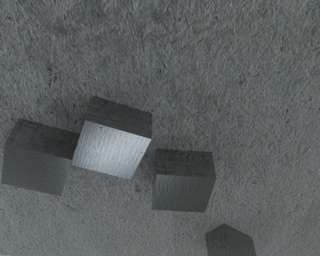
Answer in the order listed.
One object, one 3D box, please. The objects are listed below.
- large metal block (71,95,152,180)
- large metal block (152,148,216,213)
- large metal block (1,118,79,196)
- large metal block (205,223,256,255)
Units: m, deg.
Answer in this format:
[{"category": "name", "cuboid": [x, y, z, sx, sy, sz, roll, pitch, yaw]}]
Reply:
[{"category": "large metal block", "cuboid": [-0.062, 0.014, 0.402, 0.081, 0.050, 0.079, 17, 128, -14]}, {"category": "large metal block", "cuboid": [0.032, 0.079, 0.458, 0.081, 0.050, 0.079, 4, 130, -4]}, {"category": "large metal block", "cuboid": [-0.163, 0.042, 0.425, 0.081, 0.050, 0.079, 16, 128, -14]}, {"category": "large metal block", "cuboid": [0.135, 0.237, 0.574, 0.080, 0.080, 0.050, 33, 123, -25]}]
